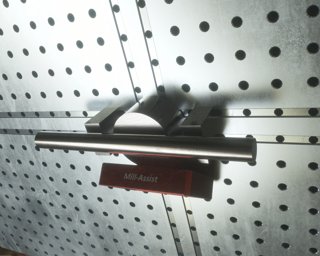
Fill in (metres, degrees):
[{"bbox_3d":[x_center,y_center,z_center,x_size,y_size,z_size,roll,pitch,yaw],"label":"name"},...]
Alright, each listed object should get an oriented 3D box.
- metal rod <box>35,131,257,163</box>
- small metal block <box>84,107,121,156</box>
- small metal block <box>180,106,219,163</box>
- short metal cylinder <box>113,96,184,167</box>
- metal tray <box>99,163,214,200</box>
[{"bbox_3d":[-0.039,0.020,0.379,0.300,0.025,0.025,1,119,28],"label":"metal rod"},{"bbox_3d":[-0.074,0.004,0.437,0.025,0.050,0.050,-1,118,29],"label":"small metal block"},{"bbox_3d":[0.050,0.007,0.374,0.025,0.050,0.050,-1,118,29],"label":"small metal block"},{"bbox_3d":[-0.013,0.005,0.405,0.080,0.050,0.079,13,124,21],"label":"short metal cylinder"},{"bbox_3d":[-0.004,0.072,0.419,0.130,0.090,0.030,1,76,28],"label":"metal tray"}]
